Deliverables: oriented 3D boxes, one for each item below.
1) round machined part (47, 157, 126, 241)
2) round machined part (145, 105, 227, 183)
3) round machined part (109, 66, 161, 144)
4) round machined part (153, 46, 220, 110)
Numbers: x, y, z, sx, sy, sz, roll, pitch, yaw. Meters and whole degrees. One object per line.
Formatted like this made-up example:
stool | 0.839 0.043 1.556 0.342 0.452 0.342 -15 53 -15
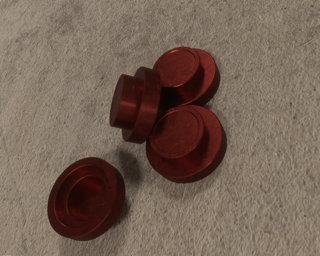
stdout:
round machined part | -0.085 0.089 0.381 0.098 0.042 0.098 -13 56 20
round machined part | 0.026 0.013 0.370 0.098 0.042 0.098 -13 56 20
round machined part | -0.036 -0.031 0.394 0.098 0.042 0.097 -167 89 -72
round machined part | 0.028 -0.071 0.421 0.098 0.042 0.098 -13 56 20
